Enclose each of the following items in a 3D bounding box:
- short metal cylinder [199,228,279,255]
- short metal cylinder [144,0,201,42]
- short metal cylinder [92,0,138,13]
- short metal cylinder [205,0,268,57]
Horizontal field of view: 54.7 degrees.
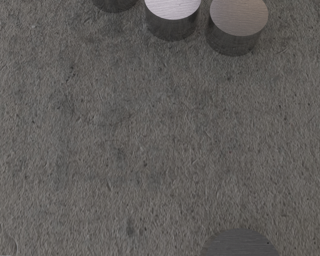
[{"bbox_3d":[0.085,0.152,0.340,0.081,0.050,0.080,0,70,0],"label":"short metal cylinder"},{"bbox_3d":[0.018,-0.177,0.459,0.081,0.050,0.080,0,70,0],"label":"short metal cylinder"},{"bbox_3d":[-0.073,-0.227,0.477,0.081,0.050,0.080,0,70,0],"label":"short metal cylinder"},{"bbox_3d":[0.109,-0.152,0.451,0.081,0.050,0.080,0,70,0],"label":"short metal cylinder"}]
